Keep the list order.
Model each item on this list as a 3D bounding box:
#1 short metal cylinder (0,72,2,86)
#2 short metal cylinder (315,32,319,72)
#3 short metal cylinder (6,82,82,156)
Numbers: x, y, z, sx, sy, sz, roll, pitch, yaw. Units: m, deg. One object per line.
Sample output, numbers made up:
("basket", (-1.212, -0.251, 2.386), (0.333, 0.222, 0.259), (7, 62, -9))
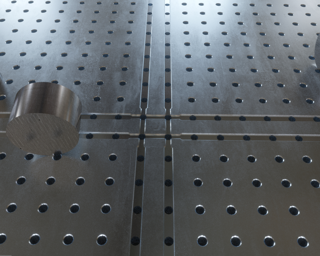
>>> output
("short metal cylinder", (-0.286, -0.084, 0.459), (0.081, 0.050, 0.080), (0, 50, 0))
("short metal cylinder", (0.285, -0.122, 0.478), (0.050, 0.080, 0.080), (-3, 50, -3))
("short metal cylinder", (-0.139, -0.010, 0.378), (0.081, 0.080, 0.050), (-4, 50, -4))
